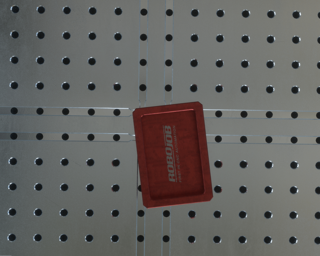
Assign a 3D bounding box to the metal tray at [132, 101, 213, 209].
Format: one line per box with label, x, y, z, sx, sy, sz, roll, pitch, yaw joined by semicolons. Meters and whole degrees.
metal tray;0.016;0.034;0.411;0.091;0.030;0.129;-7;90;-1
